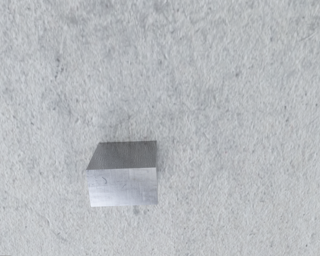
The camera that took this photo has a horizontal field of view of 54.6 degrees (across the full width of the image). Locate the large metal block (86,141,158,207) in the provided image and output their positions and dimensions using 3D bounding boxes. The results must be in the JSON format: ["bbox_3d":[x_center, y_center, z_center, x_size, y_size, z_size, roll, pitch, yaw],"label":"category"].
[{"bbox_3d":[-0.044,0.056,0.401,0.080,0.080,0.050,-2,110,1],"label":"large metal block"}]
